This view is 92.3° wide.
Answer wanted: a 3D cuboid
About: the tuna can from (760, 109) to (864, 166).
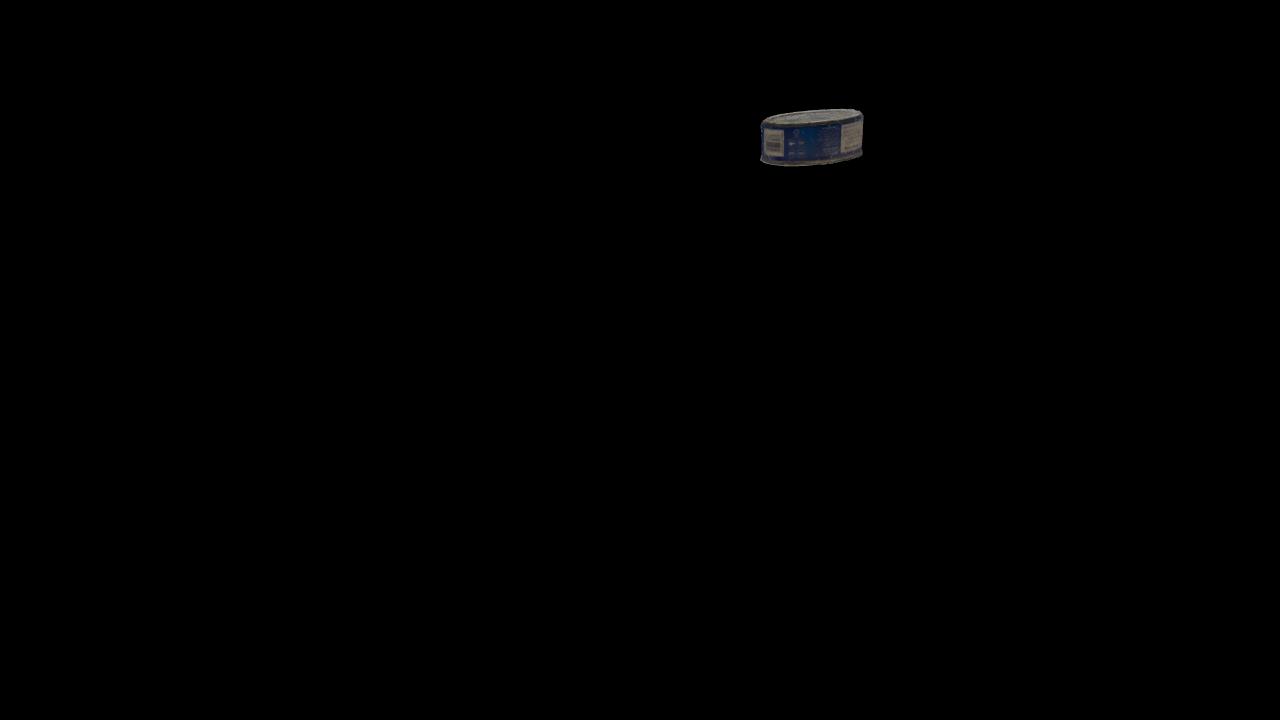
[{"bbox_3d":[0.143,-0.188,0.517,0.084,0.034,0.084,-6,27,3],"label":"tuna can"}]
